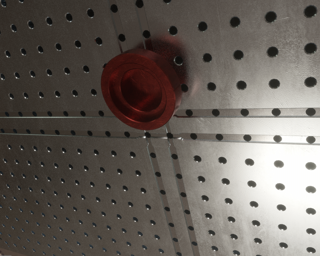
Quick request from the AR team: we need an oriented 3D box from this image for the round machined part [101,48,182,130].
[{"bbox_3d":[-0.019,-0.049,0.378,0.098,0.042,0.097,13,124,20],"label":"round machined part"}]
